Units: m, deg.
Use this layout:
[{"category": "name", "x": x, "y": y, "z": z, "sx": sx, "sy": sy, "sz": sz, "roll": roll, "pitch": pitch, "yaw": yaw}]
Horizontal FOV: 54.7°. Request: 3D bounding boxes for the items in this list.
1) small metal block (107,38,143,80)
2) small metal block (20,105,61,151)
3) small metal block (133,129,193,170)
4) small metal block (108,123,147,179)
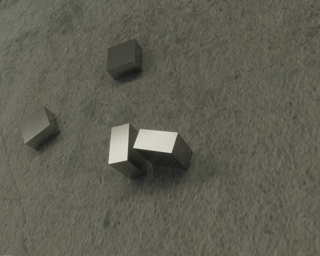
[{"category": "small metal block", "x": -0.057, "y": -0.111, "z": 0.500, "sx": 0.050, "sy": 0.025, "sz": 0.050, "roll": -16, "pitch": 55, "yaw": 19}, {"category": "small metal block", "x": -0.196, "y": 0.000, "z": 0.504, "sx": 0.050, "sy": 0.025, "sz": 0.050, "roll": -37, "pitch": 51, "yaw": 3}, {"category": "small metal block", "x": 0.005, "y": 0.026, "z": 0.368, "sx": 0.050, "sy": 0.050, "sz": 0.025, "roll": 5, "pitch": 65, "yaw": 30}, {"category": "small metal block", "x": -0.038, "y": 0.030, "z": 0.388, "sx": 0.025, "sy": 0.050, "sz": 0.050, "roll": -14, "pitch": 56, "yaw": 20}]
